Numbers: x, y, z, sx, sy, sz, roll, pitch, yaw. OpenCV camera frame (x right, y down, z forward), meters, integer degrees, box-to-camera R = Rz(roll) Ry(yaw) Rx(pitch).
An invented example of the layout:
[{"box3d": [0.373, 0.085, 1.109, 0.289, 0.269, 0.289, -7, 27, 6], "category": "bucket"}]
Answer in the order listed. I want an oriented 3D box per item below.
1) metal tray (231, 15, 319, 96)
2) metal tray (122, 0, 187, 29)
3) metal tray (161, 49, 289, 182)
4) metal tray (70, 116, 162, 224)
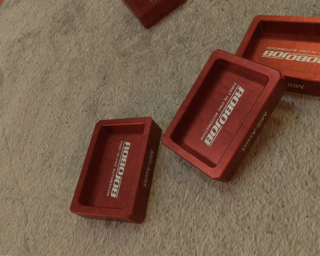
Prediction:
[{"box3d": [0.162, -0.089, 0.370, 0.130, 0.030, 0.090, 17, 70, 34], "category": "metal tray"}, {"box3d": [-0.020, -0.245, 0.560, 0.090, 0.030, 0.130, -36, 51, 4], "category": "metal tray"}, {"box3d": [0.070, -0.016, 0.352, 0.090, 0.030, 0.130, 34, 95, 38], "category": "metal tray"}, {"box3d": [-0.054, 0.051, 0.397, 0.090, 0.030, 0.130, -3, 60, 26], "category": "metal tray"}]
